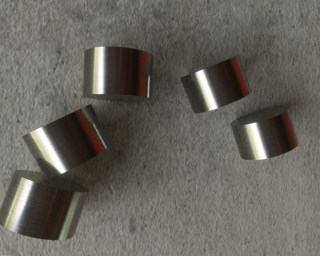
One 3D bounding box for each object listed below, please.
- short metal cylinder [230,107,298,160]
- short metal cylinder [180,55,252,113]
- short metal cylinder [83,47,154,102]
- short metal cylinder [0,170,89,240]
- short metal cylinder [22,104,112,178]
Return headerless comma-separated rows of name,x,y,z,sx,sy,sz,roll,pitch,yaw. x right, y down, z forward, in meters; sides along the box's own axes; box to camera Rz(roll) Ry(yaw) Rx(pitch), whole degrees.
short metal cylinder,0.146,0.007,0.435,0.081,0.080,0.050,-21,98,-19
short metal cylinder,0.073,-0.058,0.408,0.081,0.080,0.050,-25,99,-19
short metal cylinder,-0.048,-0.060,0.363,0.081,0.080,0.050,2,89,-20
short metal cylinder,-0.124,0.081,0.334,0.081,0.080,0.050,19,84,-19
short metal cylinder,-0.101,0.013,0.343,0.081,0.080,0.050,-29,100,-18
